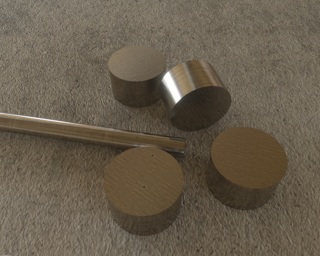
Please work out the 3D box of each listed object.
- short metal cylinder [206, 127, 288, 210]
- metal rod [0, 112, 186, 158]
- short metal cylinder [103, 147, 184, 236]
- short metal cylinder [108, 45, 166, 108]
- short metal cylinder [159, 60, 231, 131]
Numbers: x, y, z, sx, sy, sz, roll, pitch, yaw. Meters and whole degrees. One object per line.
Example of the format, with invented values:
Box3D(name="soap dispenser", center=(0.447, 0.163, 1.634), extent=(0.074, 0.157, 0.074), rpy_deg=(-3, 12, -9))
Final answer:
Box3D(name="short metal cylinder", center=(0.095, 0.045, 0.350), extent=(0.081, 0.050, 0.080), rpy_deg=(0, 50, 0))
Box3D(name="metal rod", center=(-0.118, 0.004, 0.398), extent=(0.302, 0.025, 0.025), rpy_deg=(8, 51, 6))
Box3D(name="short metal cylinder", center=(-0.016, 0.067, 0.331), extent=(0.081, 0.050, 0.080), rpy_deg=(0, 50, 0))
Box3D(name="short metal cylinder", center=(-0.032, -0.076, 0.451), extent=(0.081, 0.050, 0.080), rpy_deg=(0, 50, 0))
Box3D(name="short metal cylinder", center=(0.045, -0.041, 0.402), extent=(0.081, 0.080, 0.050), rpy_deg=(-13, 51, -10))
